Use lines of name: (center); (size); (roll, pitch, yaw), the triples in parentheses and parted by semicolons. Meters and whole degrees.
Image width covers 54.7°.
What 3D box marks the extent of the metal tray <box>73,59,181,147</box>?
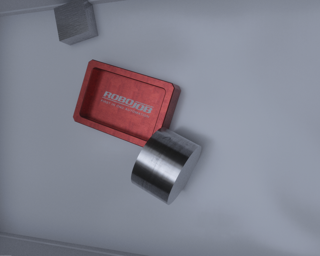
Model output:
metal tray: (-0.047, -0.033, 0.423); (0.130, 0.030, 0.089); (20, 96, 18)

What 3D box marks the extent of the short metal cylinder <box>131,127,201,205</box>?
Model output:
short metal cylinder: (0.009, 0.046, 0.378); (0.050, 0.080, 0.080); (28, 99, 17)

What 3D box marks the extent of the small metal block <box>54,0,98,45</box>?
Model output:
small metal block: (-0.123, -0.155, 0.452); (0.050, 0.025, 0.050); (-12, 86, 19)
